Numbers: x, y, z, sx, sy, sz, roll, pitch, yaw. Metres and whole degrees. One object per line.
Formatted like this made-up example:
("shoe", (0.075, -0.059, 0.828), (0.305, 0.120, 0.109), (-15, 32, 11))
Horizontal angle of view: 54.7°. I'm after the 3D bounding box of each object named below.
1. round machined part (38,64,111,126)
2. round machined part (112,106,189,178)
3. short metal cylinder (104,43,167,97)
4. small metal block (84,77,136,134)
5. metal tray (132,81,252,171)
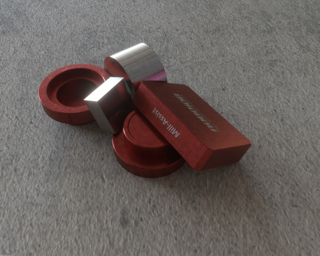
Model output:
("round machined part", (-0.111, -0.041, 0.427), (0.099, 0.042, 0.098), (0, 50, 0))
("round machined part", (-0.010, 0.010, 0.385), (0.099, 0.042, 0.098), (0, 50, 0))
("short metal cylinder", (-0.034, -0.071, 0.429), (0.050, 0.080, 0.080), (-31, 57, -23))
("small metal block", (-0.059, -0.029, 0.389), (0.025, 0.050, 0.050), (9, 45, 39))
("metal tray", (0.037, -0.008, 0.380), (0.091, 0.030, 0.130), (-4, 41, -46))
